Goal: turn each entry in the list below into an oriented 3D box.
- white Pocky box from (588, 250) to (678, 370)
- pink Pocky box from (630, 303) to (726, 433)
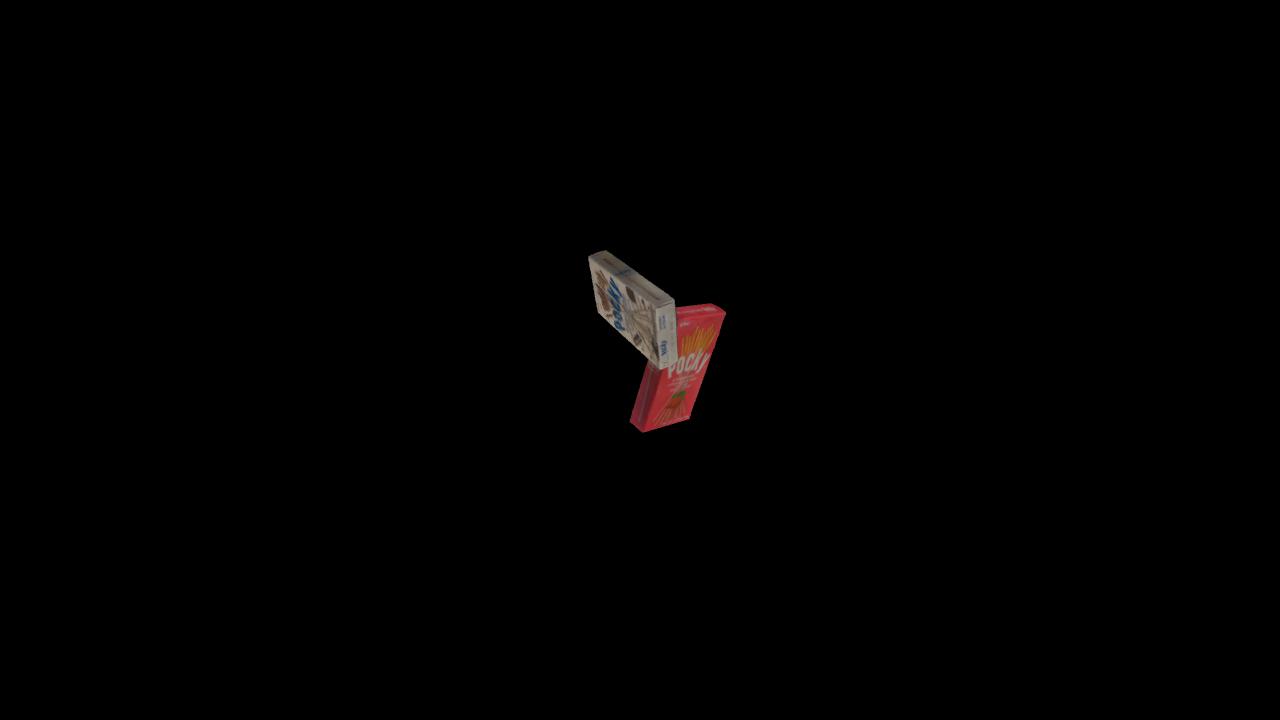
[{"bbox_3d":[-0.009,-0.061,0.706,0.028,0.084,0.154,-24,40,-21],"label":"white Pocky box"},{"bbox_3d":[0.044,0.010,0.723,0.084,0.155,0.029,-11,37,-43],"label":"pink Pocky box"}]
